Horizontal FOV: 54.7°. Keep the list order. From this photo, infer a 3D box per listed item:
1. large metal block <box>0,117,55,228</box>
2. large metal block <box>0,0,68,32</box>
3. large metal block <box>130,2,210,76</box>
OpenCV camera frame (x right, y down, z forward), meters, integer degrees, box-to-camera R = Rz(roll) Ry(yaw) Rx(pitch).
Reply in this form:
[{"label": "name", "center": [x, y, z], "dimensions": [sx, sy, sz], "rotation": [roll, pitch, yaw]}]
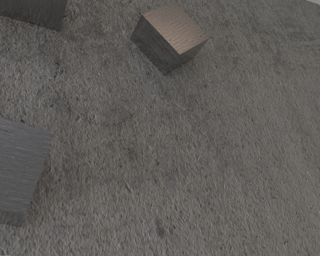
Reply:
[{"label": "large metal block", "center": [-0.152, 0.037, 0.283], "dimensions": [0.081, 0.050, 0.080], "rotation": [19, 54, -17]}, {"label": "large metal block", "center": [-0.159, -0.179, 0.392], "dimensions": [0.081, 0.080, 0.050], "rotation": [11, 57, -23]}, {"label": "large metal block", "center": [0.016, -0.140, 0.481], "dimensions": [0.080, 0.050, 0.080], "rotation": [48, 51, 5]}]
